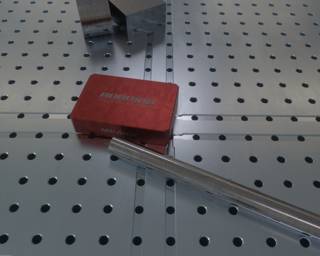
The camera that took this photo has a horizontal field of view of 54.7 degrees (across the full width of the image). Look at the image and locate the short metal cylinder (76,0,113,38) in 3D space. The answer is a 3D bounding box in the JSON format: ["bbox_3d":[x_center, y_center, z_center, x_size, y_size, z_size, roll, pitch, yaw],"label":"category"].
[{"bbox_3d":[-0.117,-0.203,0.542,0.050,0.080,0.080,-13,51,-10],"label":"short metal cylinder"}]

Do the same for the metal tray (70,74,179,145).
[{"bbox_3d":[-0.045,-0.028,0.428,0.131,0.030,0.090,8,50,6],"label":"metal tray"}]

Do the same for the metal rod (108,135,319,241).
[{"bbox_3d":[0.077,0.071,0.348,0.301,0.025,0.025,20,53,16],"label":"metal rod"}]

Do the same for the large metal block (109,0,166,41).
[{"bbox_3d":[-0.045,-0.214,0.571,0.081,0.050,0.080,-26,55,-21],"label":"large metal block"}]
